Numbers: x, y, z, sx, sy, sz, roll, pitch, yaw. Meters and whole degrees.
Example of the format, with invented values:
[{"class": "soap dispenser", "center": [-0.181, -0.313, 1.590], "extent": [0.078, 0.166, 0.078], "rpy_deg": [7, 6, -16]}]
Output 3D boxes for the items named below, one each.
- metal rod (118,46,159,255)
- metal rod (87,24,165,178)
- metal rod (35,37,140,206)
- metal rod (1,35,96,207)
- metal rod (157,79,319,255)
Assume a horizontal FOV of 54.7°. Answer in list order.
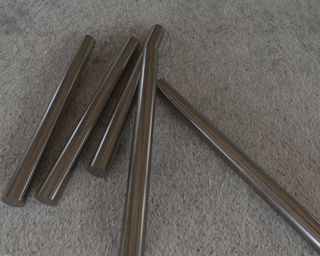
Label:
[{"class": "metal rod", "center": [-0.021, 0.008, 0.381], "extent": [0.025, 0.025, 0.300], "rpy_deg": [2, 54, 2]}, {"class": "metal rod", "center": [-0.038, -0.061, 0.453], "extent": [0.025, 0.025, 0.300], "rpy_deg": [10, 51, 8]}, {"class": "metal rod", "center": [-0.085, -0.032, 0.429], "extent": [0.025, 0.025, 0.300], "rpy_deg": [12, 51, 10]}, {"class": "metal rod", "center": [-0.140, -0.034, 0.430], "extent": [0.025, 0.025, 0.300], "rpy_deg": [6, 50, 5]}, {"class": "metal rod", "center": [0.086, 0.031, 0.377], "extent": [0.025, 0.025, 0.300], "rpy_deg": [-29, 56, -22]}]
